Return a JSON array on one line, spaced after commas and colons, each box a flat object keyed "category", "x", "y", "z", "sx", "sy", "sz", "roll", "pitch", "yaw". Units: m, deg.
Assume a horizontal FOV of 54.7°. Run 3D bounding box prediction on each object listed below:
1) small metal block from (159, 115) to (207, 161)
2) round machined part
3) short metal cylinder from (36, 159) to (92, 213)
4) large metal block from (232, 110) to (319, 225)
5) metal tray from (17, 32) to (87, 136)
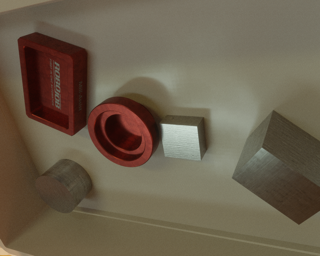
[{"category": "small metal block", "x": 0.030, "y": 0.012, "z": 0.399, "sx": 0.050, "sy": 0.025, "sz": 0.050, "roll": 4, "pitch": 121, "yaw": 25}, {"category": "round machined part", "x": -0.045, "y": 0.002, "z": 0.421, "sx": 0.098, "sy": 0.042, "sz": 0.097, "roll": 13, "pitch": 124, "yaw": 20}, {"category": "short metal cylinder", "x": -0.167, "y": 0.101, "z": 0.540, "sx": 0.080, "sy": 0.050, "sz": 0.079, "roll": 13, "pitch": 124, "yaw": 20}, {"category": "large metal block", "x": 0.132, "y": 0.038, "z": 0.327, "sx": 0.080, "sy": 0.080, "sz": 0.050, "roll": 35, "pitch": 129, "yaw": 4}, {"category": "metal tray", "x": -0.152, "y": -0.060, "z": 0.445, "sx": 0.090, "sy": 0.030, "sz": 0.129, "roll": 21, "pitch": 126, "yaw": 15}]
